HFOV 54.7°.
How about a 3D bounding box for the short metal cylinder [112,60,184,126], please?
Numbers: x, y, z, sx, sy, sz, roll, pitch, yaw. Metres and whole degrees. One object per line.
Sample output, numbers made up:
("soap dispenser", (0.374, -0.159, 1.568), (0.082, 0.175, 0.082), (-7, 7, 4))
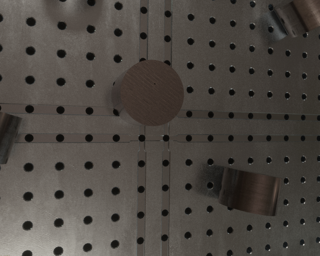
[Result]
("short metal cylinder", (-0.017, -0.042, 0.394), (0.081, 0.050, 0.079), (0, 90, -21))

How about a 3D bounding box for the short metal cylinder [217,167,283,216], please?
("short metal cylinder", (0.125, 0.086, 0.431), (0.081, 0.080, 0.050), (13, 86, -20))

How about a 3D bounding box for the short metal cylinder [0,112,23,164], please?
("short metal cylinder", (-0.189, 0.001, 0.313), (0.081, 0.080, 0.050), (18, 84, -20))

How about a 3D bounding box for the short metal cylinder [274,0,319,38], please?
("short metal cylinder", (0.222, -0.181, 0.467), (0.080, 0.080, 0.050), (-39, 103, -16))
